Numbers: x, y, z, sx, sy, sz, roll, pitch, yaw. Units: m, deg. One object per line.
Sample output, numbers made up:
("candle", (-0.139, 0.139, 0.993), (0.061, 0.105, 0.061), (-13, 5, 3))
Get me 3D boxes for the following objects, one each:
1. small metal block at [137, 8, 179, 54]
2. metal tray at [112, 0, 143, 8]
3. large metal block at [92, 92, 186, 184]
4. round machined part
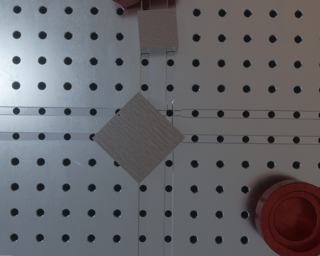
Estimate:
("small metal block", (-0.003, -0.129, 0.413), (0.050, 0.025, 0.050), (-4, 90, 0))
("metal tray", (-0.033, -0.234, 0.394), (0.090, 0.030, 0.129), (-15, 91, 21))
("large metal block", (-0.026, 0.012, 0.401), (0.080, 0.050, 0.080), (44, 90, 0))
("round machined part", (0.173, 0.116, 0.406), (0.099, 0.042, 0.097), (0, 90, 0))
